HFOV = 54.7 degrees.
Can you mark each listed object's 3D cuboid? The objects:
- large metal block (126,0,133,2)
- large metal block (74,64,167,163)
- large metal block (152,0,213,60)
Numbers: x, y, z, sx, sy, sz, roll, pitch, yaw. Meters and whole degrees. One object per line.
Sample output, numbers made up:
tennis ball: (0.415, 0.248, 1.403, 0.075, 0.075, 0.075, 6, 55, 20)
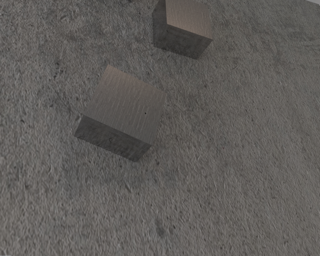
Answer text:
large metal block: (-0.073, -0.267, 0.511, 0.081, 0.050, 0.080, 14, 56, -20)
large metal block: (-0.045, -0.017, 0.373, 0.080, 0.050, 0.080, 25, 53, -13)
large metal block: (0.035, -0.168, 0.509, 0.081, 0.050, 0.080, 11, 57, -22)
